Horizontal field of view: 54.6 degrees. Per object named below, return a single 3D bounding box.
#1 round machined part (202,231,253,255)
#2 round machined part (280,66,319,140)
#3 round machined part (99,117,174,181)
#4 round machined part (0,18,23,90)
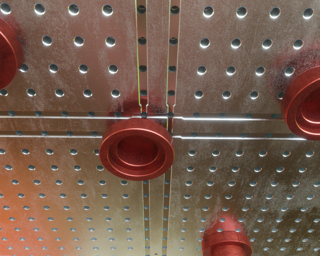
[{"bbox_3d":[0.134,0.249,0.613,0.099,0.042,0.097,0,130,0],"label":"round machined part"},{"bbox_3d":[0.195,-0.034,0.372,0.099,0.042,0.097,0,130,0],"label":"round machined part"},{"bbox_3d":[-0.030,0.024,0.421,0.099,0.042,0.097,0,130,0],"label":"round machined part"},{"bbox_3d":[-0.205,-0.078,0.332,0.099,0.042,0.097,0,130,0],"label":"round machined part"}]
